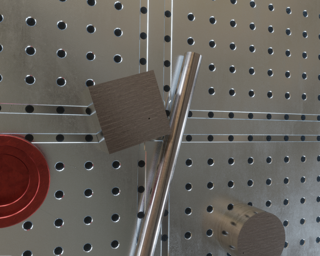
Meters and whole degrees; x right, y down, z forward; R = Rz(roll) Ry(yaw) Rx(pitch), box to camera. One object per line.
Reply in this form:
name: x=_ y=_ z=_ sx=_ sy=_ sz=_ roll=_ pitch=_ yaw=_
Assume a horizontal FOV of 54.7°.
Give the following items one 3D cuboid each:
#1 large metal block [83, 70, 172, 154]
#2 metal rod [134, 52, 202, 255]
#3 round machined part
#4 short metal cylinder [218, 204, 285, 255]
large metal block: x=-0.041 y=-0.020 z=0.385 sx=0.081 sy=0.050 sz=0.080 roll=-18 pitch=97 yaw=-19
metal rod: x=0.010 y=0.043 z=0.417 sx=0.025 sy=0.025 sz=0.299 roll=16 pitch=85 yaw=-20
round machined part: x=-0.173 y=0.055 z=0.340 sx=0.099 sy=0.042 sz=0.097 roll=0 pitch=90 yaw=-21
short metal cylinder: x=0.132 y=0.156 z=0.450 sx=0.081 sy=0.050 sz=0.079 roll=0 pitch=90 yaw=-20
